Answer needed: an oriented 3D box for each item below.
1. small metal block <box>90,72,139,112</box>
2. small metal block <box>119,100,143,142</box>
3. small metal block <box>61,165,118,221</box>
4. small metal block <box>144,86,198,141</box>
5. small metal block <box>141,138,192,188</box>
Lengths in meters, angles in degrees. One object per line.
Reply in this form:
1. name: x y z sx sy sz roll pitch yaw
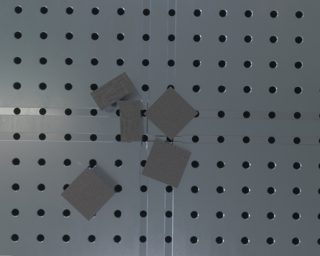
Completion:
1. small metal block: -0.057 -0.045 0.401 0.050 0.050 0.025 -32 90 0
2. small metal block: -0.036 -0.009 0.401 0.025 0.050 0.050 -2 90 0
3. small metal block: -0.093 0.085 0.413 0.050 0.025 0.050 44 90 0
4. small metal block: 0.014 -0.019 0.413 0.050 0.025 0.050 44 90 0
5. small metal block: 0.008 0.046 0.413 0.050 0.025 0.050 21 90 0
